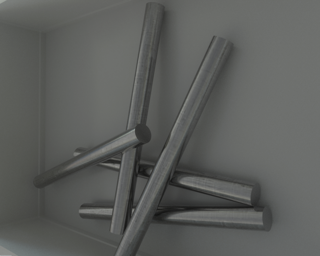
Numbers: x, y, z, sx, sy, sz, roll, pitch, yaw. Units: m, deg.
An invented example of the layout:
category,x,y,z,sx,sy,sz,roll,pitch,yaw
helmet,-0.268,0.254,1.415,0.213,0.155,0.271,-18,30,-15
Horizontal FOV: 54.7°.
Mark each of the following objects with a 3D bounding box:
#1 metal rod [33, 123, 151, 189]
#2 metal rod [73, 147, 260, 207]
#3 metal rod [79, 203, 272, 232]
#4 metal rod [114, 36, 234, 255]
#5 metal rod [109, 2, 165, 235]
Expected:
category,x,y,z,sx,sy,sz,roll,pitch,yaw
metal rod,-0.120,0.053,0.469,0.299,0.025,0.025,-25,75,42
metal rod,-0.016,0.057,0.416,0.300,0.025,0.025,6,94,39
metal rod,-0.006,0.113,0.408,0.300,0.025,0.025,-10,84,39
metal rod,0.011,0.037,0.368,0.025,0.025,0.298,30,101,35
metal rod,-0.030,-0.013,0.405,0.025,0.025,0.298,9,89,39
